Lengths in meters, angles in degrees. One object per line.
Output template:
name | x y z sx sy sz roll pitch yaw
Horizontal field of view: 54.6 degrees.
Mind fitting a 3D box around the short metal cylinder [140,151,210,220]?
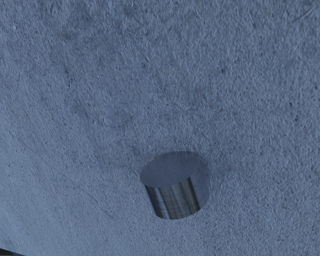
short metal cylinder | 0.019 0.073 0.407 0.080 0.080 0.050 -5 116 30
